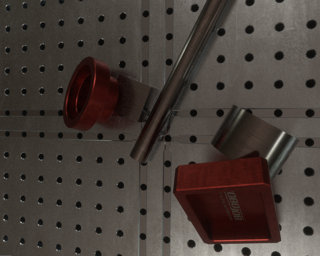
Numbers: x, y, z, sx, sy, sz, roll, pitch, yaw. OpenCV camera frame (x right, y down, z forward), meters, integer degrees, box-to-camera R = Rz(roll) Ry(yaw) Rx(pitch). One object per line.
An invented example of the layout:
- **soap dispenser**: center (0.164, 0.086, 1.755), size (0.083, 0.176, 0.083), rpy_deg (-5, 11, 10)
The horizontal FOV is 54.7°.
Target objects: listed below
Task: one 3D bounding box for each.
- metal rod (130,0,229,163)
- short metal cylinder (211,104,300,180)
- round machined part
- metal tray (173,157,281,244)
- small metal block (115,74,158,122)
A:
- **metal rod**: center (0.037, -0.090, 0.398), size (0.025, 0.025, 0.298), rpy_deg (30, 99, 17)
- **short metal cylinder**: center (0.105, 0.015, 0.346), size (0.080, 0.080, 0.050), rpy_deg (32, 100, 17)
- **round machined part**: center (-0.091, -0.043, 0.418), size (0.098, 0.042, 0.098), rpy_deg (-25, 57, 47)
- **metal tray**: center (0.077, 0.085, 0.336), size (0.090, 0.130, 0.030), rpy_deg (-9, 46, 19)
- **small metal block**: center (-0.038, -0.040, 0.425), size (0.050, 0.025, 0.050), rpy_deg (24, 98, 18)
